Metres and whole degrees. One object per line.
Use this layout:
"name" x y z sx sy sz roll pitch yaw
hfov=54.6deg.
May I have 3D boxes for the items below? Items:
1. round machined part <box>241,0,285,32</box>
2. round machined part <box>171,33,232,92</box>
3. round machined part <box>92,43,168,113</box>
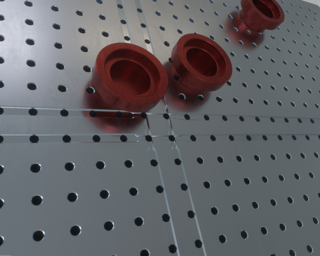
"round machined part" 0.212 -0.245 0.659 0.099 0.042 0.098 13 56 -21
"round machined part" 0.061 -0.098 0.489 0.099 0.042 0.098 13 56 -21
"round machined part" -0.042 -0.062 0.412 0.099 0.042 0.098 13 56 -21
